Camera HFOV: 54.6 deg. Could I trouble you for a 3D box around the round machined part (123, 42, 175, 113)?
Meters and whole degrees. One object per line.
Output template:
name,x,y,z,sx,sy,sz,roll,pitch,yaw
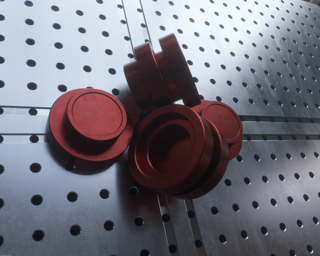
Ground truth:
round machined part,-0.015,-0.058,0.403,0.042,0.098,0.098,-22,68,6

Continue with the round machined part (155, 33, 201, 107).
round machined part,0.016,-0.069,0.403,0.042,0.098,0.098,-22,68,6

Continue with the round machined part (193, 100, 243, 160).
round machined part,0.077,0.001,0.438,0.099,0.042,0.098,13,56,-21

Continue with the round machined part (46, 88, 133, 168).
round machined part,-0.077,-0.006,0.359,0.099,0.042,0.098,13,56,-21

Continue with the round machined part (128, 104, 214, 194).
round machined part,0.015,0.026,0.347,0.042,0.098,0.098,34,43,-48

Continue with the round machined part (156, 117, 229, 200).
round machined part,0.037,0.037,0.370,0.042,0.098,0.098,35,43,-48
